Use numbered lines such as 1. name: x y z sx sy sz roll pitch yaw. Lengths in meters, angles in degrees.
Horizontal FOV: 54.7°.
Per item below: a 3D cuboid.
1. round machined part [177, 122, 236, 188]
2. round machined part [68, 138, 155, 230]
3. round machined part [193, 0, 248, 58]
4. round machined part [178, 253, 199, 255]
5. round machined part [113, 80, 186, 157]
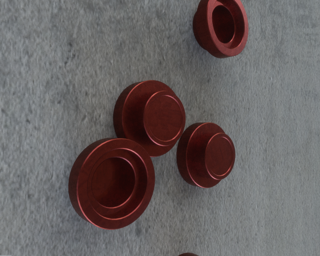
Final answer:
1. round machined part: 0.074 0.040 0.459 0.099 0.042 0.097 0 90 -40
2. round machined part: -0.056 0.060 0.348 0.099 0.042 0.097 0 90 -40
3. round machined part: 0.088 -0.155 0.470 0.099 0.042 0.097 0 90 -40
4. round machined part: 0.029 0.219 0.421 0.099 0.042 0.097 0 90 -40
5. round machined part: -0.006 -0.012 0.391 0.099 0.042 0.097 0 90 -40
